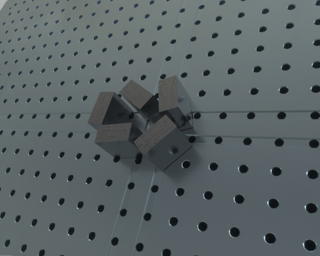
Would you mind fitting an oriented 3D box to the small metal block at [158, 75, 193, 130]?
[{"bbox_3d":[0.020,-0.031,0.401,0.025,0.050,0.050,-15,55,20],"label":"small metal block"}]

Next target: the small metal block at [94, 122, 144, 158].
[{"bbox_3d":[-0.048,0.018,0.407,0.050,0.050,0.025,-5,60,26],"label":"small metal block"}]

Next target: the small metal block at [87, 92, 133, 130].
[{"bbox_3d":[-0.069,-0.017,0.440,0.025,0.050,0.050,3,64,30],"label":"small metal block"}]

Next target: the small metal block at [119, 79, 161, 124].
[{"bbox_3d":[-0.021,-0.033,0.425,0.025,0.050,0.050,-48,52,-4],"label":"small metal block"}]

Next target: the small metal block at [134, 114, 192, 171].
[{"bbox_3d":[0.005,0.019,0.378,0.050,0.050,0.025,-41,50,1],"label":"small metal block"}]
